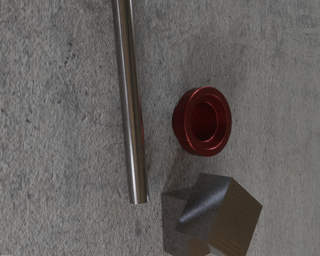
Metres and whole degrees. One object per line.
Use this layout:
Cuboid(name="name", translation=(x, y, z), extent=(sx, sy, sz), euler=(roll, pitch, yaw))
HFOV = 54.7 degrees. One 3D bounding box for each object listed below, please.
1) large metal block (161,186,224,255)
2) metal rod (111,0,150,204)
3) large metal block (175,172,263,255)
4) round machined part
Cuboid(name="large metal block", translation=(0.050, 0.128, 0.433), extent=(0.081, 0.050, 0.079), euler=(-5, 93, -40))
Cuboid(name="metal rod", translation=(-0.037, -0.057, 0.374), extent=(0.025, 0.025, 0.298), euler=(-8, 95, -40))
Cuboid(name="large metal block", translation=(0.077, 0.113, 0.390), extent=(0.080, 0.050, 0.080), euler=(42, 65, -32))
Cuboid(name="round machined part", translation=(0.056, -0.009, 0.443), extent=(0.099, 0.042, 0.097), euler=(0, 90, -40))
